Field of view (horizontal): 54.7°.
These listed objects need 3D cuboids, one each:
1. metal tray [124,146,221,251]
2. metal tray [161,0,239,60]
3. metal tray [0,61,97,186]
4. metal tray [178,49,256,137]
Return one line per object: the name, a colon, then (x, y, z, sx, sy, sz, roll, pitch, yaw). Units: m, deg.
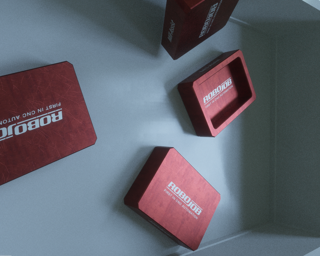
metal tray: (0.023, 0.097, 0.422, 0.130, 0.030, 0.090, 46, 63, -30)
metal tray: (0.049, -0.137, 0.364, 0.090, 0.130, 0.030, -36, 85, -8)
metal tray: (-0.133, -0.004, 0.291, 0.131, 0.030, 0.089, -25, 106, -37)
metal tray: (0.093, -0.055, 0.480, 0.131, 0.030, 0.090, -38, 113, -34)
